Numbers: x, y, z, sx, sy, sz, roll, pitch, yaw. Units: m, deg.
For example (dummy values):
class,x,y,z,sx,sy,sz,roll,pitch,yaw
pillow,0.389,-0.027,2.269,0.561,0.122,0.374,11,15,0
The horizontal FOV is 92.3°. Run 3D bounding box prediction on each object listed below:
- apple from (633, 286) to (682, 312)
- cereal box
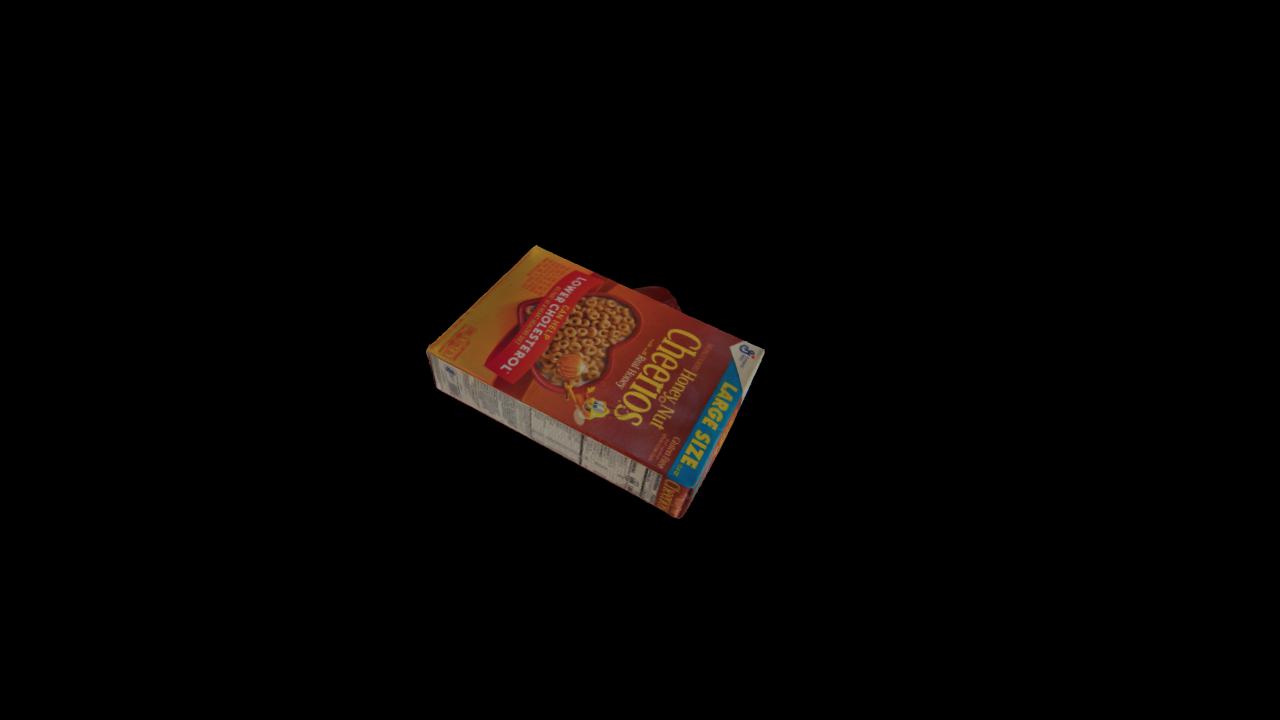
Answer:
class,x,y,z,sx,sy,sz,roll,pitch,yaw
apple,0.004,-0.049,0.753,0.093,0.079,0.079,-35,0,0
cereal box,-0.041,0.009,0.670,0.306,0.203,0.081,26,-38,13
